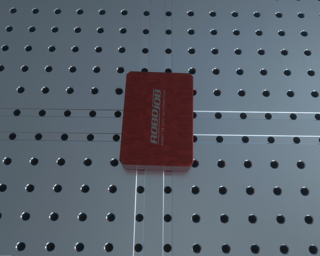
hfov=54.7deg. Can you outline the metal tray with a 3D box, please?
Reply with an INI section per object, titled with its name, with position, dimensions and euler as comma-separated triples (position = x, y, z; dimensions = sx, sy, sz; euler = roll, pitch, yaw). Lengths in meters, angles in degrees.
[metal tray]
position = -0.002, -0.010, 0.412
dimensions = 0.091, 0.030, 0.130
euler = 2, 70, 0
